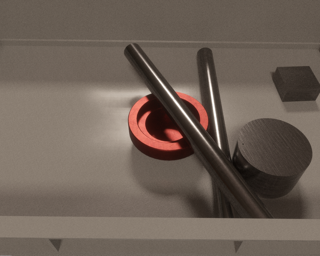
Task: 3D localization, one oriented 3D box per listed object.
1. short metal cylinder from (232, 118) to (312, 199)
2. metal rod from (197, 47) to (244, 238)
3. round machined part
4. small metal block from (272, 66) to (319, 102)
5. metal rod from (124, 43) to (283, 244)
[{"bbox_3d":[0.127,0.035,0.361,0.081,0.050,0.080,0,50,0],"label":"short metal cylinder"},{"bbox_3d":[0.073,-0.007,0.411,0.025,0.025,0.300,0,50,0],"label":"metal rod"},{"bbox_3d":[0.010,0.001,0.393,0.099,0.042,0.098,0,50,0],"label":"round machined part"},{"bbox_3d":[0.204,-0.066,0.464,0.050,0.025,0.050,-2,50,-3],"label":"small metal block"},{"bbox_3d":[0.029,-0.007,0.357,0.025,0.025,0.300,-21,54,-17],"label":"metal rod"}]
